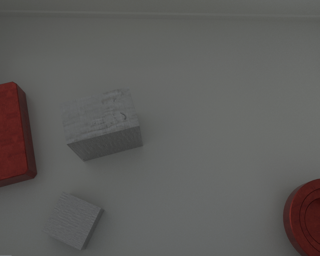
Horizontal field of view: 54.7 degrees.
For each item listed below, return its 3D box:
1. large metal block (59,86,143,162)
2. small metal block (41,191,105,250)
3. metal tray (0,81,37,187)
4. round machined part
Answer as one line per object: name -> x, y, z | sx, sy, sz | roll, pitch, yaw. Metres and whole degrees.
large metal block -> -0.068, -0.002, 0.380 | 0.081, 0.080, 0.050 | -15, 71, -6
small metal block -> -0.102, 0.110, 0.368 | 0.050, 0.025, 0.050 | 22, 71, 7
metal tray -> -0.218, 0.011, 0.400 | 0.091, 0.030, 0.130 | -15, 71, -6
round machined part -> 0.193, 0.111, 0.363 | 0.099, 0.042, 0.098 | 0, 70, -1
